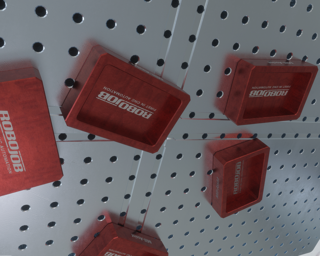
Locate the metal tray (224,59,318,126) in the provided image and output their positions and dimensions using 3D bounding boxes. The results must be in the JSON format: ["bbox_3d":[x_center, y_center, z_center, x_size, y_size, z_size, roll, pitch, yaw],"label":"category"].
[{"bbox_3d":[0.167,-0.054,0.464,0.131,0.030,0.089,-5,121,-26],"label":"metal tray"}]

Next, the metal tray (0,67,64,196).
[{"bbox_3d":[-0.160,0.008,0.325,0.091,0.030,0.129,-14,124,-21],"label":"metal tray"}]

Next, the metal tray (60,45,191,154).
[{"bbox_3d":[-0.037,-0.028,0.369,0.131,0.030,0.090,22,107,-36],"label":"metal tray"}]

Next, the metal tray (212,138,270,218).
[{"bbox_3d":[0.138,0.088,0.536,0.091,0.030,0.129,-17,126,-18],"label":"metal tray"}]

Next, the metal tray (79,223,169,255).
[{"bbox_3d":[-0.059,0.213,0.506,0.090,0.030,0.130,-49,129,6],"label":"metal tray"}]
